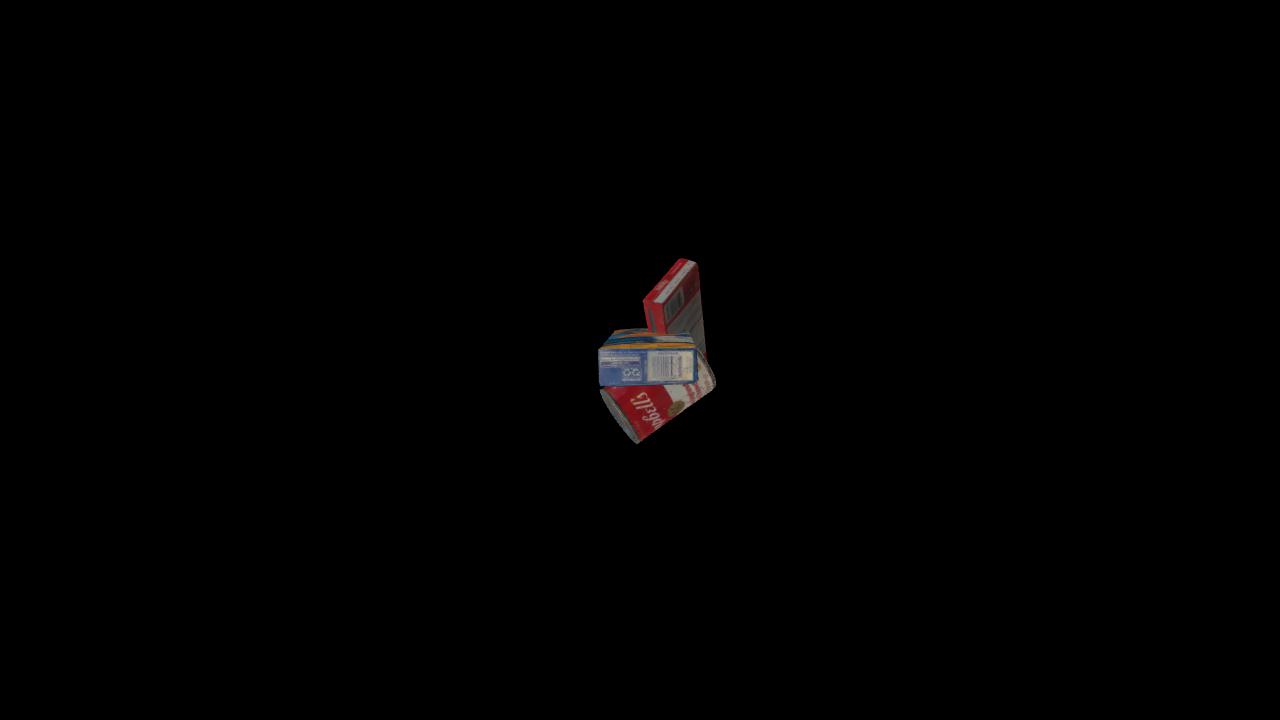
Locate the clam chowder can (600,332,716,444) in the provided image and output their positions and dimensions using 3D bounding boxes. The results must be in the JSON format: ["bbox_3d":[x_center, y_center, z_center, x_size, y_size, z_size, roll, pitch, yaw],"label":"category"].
[{"bbox_3d":[0.019,0.030,0.633,0.102,0.068,0.068,-35,8,-12],"label":"clam chowder can"}]

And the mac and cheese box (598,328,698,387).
[{"bbox_3d":[0.010,-0.007,0.648,0.093,0.041,0.184,-3,8,2],"label":"mac and cheese box"}]

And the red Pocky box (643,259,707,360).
[{"bbox_3d":[0.043,-0.029,0.706,0.028,0.155,0.083,17,49,27],"label":"red Pocky box"}]
